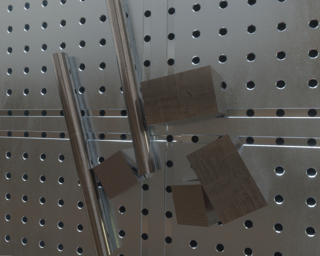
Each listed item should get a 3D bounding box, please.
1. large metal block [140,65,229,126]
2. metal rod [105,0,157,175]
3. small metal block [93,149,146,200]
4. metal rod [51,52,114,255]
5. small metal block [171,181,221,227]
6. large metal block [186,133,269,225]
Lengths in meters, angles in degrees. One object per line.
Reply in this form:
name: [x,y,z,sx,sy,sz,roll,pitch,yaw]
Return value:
large metal block: [0.033,-0.034,0.372,0.080,0.080,0.050,-11,87,19]
metal rod: [-0.046,-0.085,0.428,0.025,0.025,0.298,-13,86,19]
small metal block: [-0.057,0.064,0.433,0.050,0.025,0.050,-34,79,17]
metal rod: [-0.115,0.035,0.452,0.025,0.025,0.298,-16,85,19]
small metal block: [0.044,0.093,0.387,0.050,0.025,0.050,-13,85,45]
large metal block: [0.081,0.053,0.355,0.050,0.080,0.080,-31,80,17]
